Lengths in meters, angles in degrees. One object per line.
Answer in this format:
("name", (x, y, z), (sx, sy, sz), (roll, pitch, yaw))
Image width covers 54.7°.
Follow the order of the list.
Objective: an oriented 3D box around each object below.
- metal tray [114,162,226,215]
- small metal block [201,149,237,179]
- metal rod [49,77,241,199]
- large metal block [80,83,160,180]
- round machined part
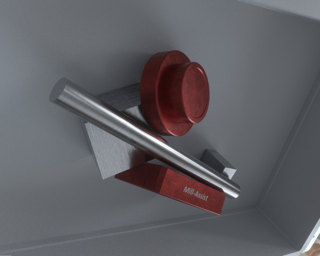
("metal tray", (0.016, 0.079, 0.419), (0.131, 0.090, 0.030), (29, 75, -39))
("small metal block", (0.083, 0.069, 0.481), (0.025, 0.050, 0.050), (16, 110, -35))
("metal rod", (0.009, 0.030, 0.365), (0.301, 0.025, 0.025), (33, 100, -39))
("large metal block", (-0.046, 0.002, 0.368), (0.081, 0.050, 0.079), (-21, 127, -17))
("round machined part", (0.023, -0.039, 0.352), (0.099, 0.042, 0.097), (-2, 93, -57))
